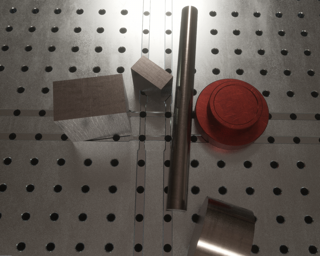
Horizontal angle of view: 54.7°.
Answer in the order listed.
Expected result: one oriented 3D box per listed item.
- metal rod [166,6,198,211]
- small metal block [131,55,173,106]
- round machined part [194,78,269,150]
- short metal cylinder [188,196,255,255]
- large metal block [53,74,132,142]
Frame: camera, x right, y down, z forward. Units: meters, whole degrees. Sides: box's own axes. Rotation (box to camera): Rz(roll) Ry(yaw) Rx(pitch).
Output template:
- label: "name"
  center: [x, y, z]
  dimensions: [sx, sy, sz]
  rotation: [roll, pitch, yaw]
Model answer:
- label: "metal rod"
  center: [0.033, -0.040, 0.426]
  dimensions: [0.025, 0.025, 0.299]
  rotation: [5, 70, 1]
- label: "small metal block"
  center: [-0.011, -0.064, 0.422]
  dimensions: [0.050, 0.050, 0.025]
  rotation: [37, 74, 12]
- label: "round machined part"
  center: [0.097, -0.024, 0.413]
  dimensions: [0.099, 0.042, 0.098]
  rotation: [0, 70, -1]
- label: "short metal cylinder"
  center: [0.065, 0.121, 0.339]
  dimensions: [0.050, 0.080, 0.080]
  rotation: [18, 71, 6]
- label: "large metal block"
  center: [-0.081, -0.022, 0.390]
  dimensions: [0.081, 0.080, 0.050]
  rotation: [-7, 70, -3]
